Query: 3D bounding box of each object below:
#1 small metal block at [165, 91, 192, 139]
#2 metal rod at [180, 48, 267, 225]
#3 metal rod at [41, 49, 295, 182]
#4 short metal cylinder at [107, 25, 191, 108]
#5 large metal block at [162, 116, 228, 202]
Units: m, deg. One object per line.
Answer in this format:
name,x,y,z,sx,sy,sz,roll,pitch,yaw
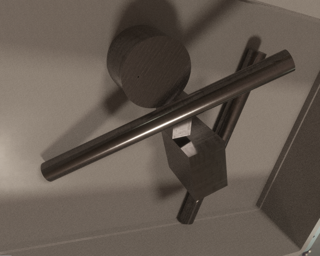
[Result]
small metal block,0.017,-0.022,0.390,0.025,0.050,0.050,-12,124,-23
metal rod,0.089,0.027,0.476,0.025,0.025,0.298,4,117,-31
metal rod,0.001,-0.009,0.348,0.301,0.025,0.025,-25,130,9
short metal cylinder,-0.013,-0.069,0.344,0.081,0.050,0.079,-14,125,-21
large metal block,0.046,0.038,0.423,0.050,0.080,0.080,-23,127,-15
